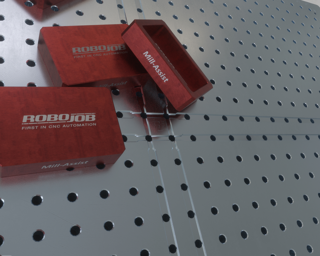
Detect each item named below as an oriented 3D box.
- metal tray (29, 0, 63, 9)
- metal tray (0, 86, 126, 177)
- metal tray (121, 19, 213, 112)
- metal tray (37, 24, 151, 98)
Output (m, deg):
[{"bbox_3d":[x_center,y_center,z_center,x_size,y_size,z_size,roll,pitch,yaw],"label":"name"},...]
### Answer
[{"bbox_3d":[-0.161,-0.239,0.464,0.090,0.030,0.131,42,51,0],"label":"metal tray"},{"bbox_3d":[-0.113,-0.001,0.345,0.131,0.030,0.090,-4,64,-30],"label":"metal tray"},{"bbox_3d":[0.014,-0.093,0.439,0.130,0.030,0.090,53,31,1],"label":"metal tray"},{"bbox_3d":[-0.084,-0.094,0.417,0.131,0.030,0.090,-16,70,-34],"label":"metal tray"}]
